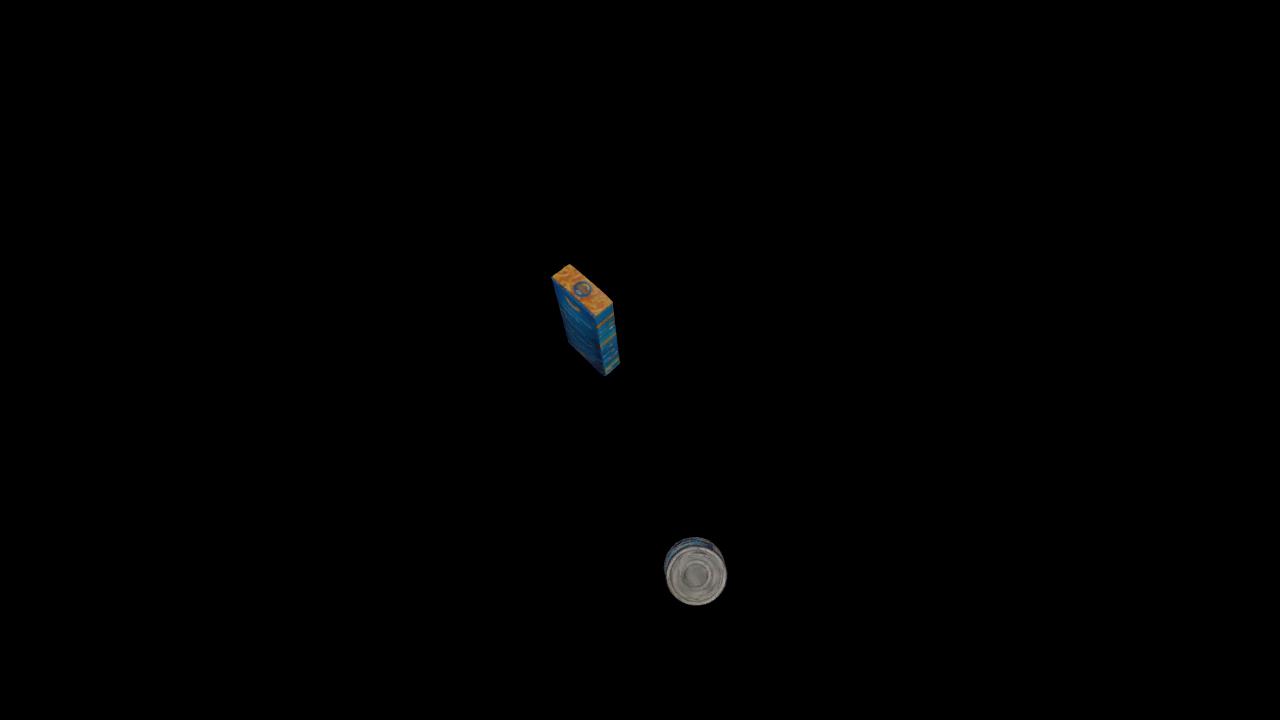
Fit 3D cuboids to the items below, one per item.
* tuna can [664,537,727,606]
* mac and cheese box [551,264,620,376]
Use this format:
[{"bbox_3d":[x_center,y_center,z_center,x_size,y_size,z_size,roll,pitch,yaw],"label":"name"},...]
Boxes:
[{"bbox_3d":[0.074,0.285,0.828,0.084,0.084,0.034,0,2,1],"label":"tuna can"},{"bbox_3d":[-0.076,-0.053,0.910,0.041,0.093,0.184,-40,-20,-17],"label":"mac and cheese box"}]
